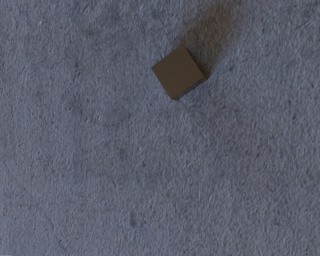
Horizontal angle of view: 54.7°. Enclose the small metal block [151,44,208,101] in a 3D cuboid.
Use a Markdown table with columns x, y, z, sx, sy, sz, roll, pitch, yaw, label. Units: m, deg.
| x | y | z | sx | sy | sz | roll | pitch | yaw | label |
| --- | --- | --- | --- | --- | --- | --- | --- | --- | --- |
| 0.025 | -0.070 | 0.399 | 0.050 | 0.025 | 0.050 | -34 | 79 | 16 | small metal block |
